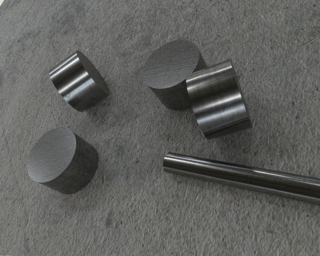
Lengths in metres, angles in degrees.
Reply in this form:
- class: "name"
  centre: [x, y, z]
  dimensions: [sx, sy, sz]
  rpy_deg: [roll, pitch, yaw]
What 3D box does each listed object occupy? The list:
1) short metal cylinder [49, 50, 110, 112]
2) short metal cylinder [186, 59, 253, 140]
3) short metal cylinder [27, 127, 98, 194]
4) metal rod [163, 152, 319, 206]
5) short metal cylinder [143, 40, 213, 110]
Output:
- class: "short metal cylinder"
  centre: [-0.122, -0.071, 0.477]
  dimensions: [0.050, 0.080, 0.080]
  rpy_deg: [-34, 51, 6]
- class: "short metal cylinder"
  centre: [0.068, -0.031, 0.352]
  dimensions: [0.050, 0.080, 0.080]
  rpy_deg: [-18, 55, 18]
- class: "short metal cylinder"
  centre: [-0.134, 0.046, 0.430]
  dimensions: [0.080, 0.050, 0.080]
  rpy_deg: [-13, 56, 21]
- class: "metal rod"
  centre: [0.138, 0.058, 0.295]
  dimensions: [0.300, 0.025, 0.025]
  rpy_deg: [7, 66, 31]
- class: "short metal cylinder"
  centre: [0.024, -0.071, 0.417]
  dimensions: [0.080, 0.050, 0.080]
  rpy_deg: [-15, 54, 22]
